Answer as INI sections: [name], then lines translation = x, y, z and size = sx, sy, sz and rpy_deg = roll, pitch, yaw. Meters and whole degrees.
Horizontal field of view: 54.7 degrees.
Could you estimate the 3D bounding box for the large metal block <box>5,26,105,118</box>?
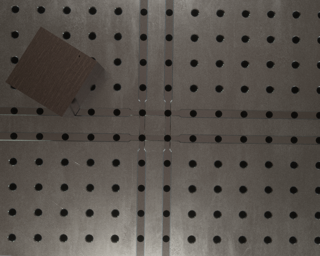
[large metal block]
translation = -0.131, -0.068, 0.399
size = 0.080, 0.050, 0.080
rpy_deg = 32, 90, -1
